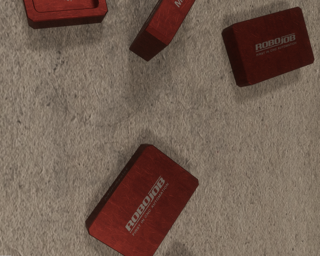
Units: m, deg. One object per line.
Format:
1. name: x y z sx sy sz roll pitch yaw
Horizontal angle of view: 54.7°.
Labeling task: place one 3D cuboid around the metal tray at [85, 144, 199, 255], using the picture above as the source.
1. metal tray: -0.021 0.096 0.400 0.090 0.030 0.130 39 77 -16

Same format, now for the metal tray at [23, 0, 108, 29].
1. metal tray: -0.120 -0.188 0.361 0.091 0.030 0.129 -13 95 -20

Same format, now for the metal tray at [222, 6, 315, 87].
1. metal tray: 0.166 -0.123 0.469 0.131 0.030 0.090 -20 97 -19

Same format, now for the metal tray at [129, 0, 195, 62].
1. metal tray: 0.015 -0.151 0.380 0.030 0.090 0.130 32 79 -15
